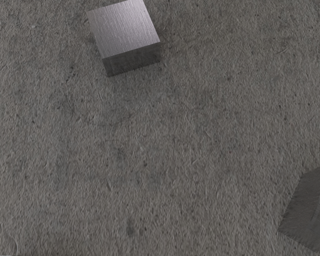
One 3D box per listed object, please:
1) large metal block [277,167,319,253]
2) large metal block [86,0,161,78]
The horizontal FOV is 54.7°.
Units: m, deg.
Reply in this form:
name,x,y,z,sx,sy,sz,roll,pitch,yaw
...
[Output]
name,x,y,z,sx,sy,sz,roll,pitch,yaw
large metal block,0.185,0.091,0.347,0.050,0.080,0.080,29,73,10
large metal block,-0.051,-0.129,0.441,0.080,0.050,0.080,-19,71,-7
